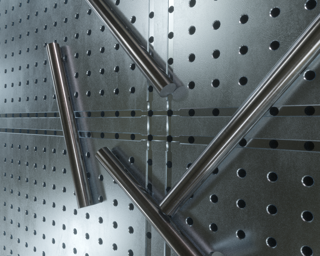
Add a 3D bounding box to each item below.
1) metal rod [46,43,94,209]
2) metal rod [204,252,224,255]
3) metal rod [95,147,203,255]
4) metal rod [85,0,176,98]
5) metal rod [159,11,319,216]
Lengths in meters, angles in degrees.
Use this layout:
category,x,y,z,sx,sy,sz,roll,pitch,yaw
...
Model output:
category,x,y,z,sx,sy,sz,roll,pitch,yaw
metal rod,-0.160,-0.011,0.543,0.025,0.025,0.299,-25,75,37
metal rod,-0.027,0.214,0.412,0.299,0.025,0.025,-40,65,39
metal rod,0.004,0.126,0.406,0.300,0.025,0.025,43,116,31
metal rod,-0.069,-0.157,0.467,0.025,0.025,0.300,-51,60,28
metal rod,0.088,-0.006,0.336,0.025,0.025,0.298,51,120,28
